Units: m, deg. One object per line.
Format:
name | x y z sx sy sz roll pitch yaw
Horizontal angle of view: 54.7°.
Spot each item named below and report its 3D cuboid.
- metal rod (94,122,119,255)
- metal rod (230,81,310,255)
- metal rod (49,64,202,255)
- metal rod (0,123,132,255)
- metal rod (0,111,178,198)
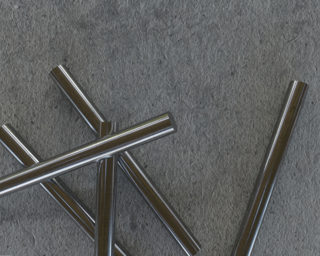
metal rod | -0.068 0.142 0.383 0.025 0.025 0.298 2 90 0
metal rod | 0.137 0.083 0.410 0.025 0.025 0.299 19 90 0
metal rod | -0.045 0.043 0.409 0.025 0.025 0.299 -37 90 0
metal rod | -0.107 0.112 0.409 0.025 0.025 0.300 -43 90 0
metal rod | -0.122 0.045 0.372 0.301 0.025 0.025 -21 90 14
